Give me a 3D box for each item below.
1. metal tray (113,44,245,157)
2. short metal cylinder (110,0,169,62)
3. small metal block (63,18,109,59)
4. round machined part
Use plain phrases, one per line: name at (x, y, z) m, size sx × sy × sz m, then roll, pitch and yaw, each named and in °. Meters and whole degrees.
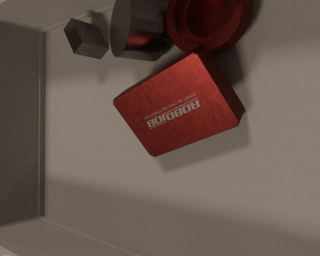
metal tray at (0.018, -0.025, 0.359) m, size 0.130 × 0.030 × 0.090 m, roll -24°, pitch 107°, yaw 37°
short metal cylinder at (-0.027, -0.127, 0.393) m, size 0.080 × 0.050 × 0.080 m, roll -6°, pitch 84°, yaw 64°
small metal block at (-0.115, -0.138, 0.482) m, size 0.025 × 0.050 × 0.050 m, roll -41°, pitch 66°, yaw 32°
round machined part at (0.058, -0.128, 0.346) m, size 0.098 × 0.042 × 0.097 m, roll 0°, pitch 90°, yaw 39°
